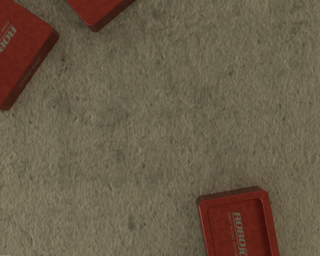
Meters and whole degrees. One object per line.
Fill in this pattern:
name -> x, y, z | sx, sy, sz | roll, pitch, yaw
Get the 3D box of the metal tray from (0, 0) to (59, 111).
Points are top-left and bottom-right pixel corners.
metal tray -> -0.208, -0.098, 0.405 | 0.090, 0.030, 0.130 | 34, 90, -1

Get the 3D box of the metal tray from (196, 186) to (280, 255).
metal tray -> 0.104, 0.149, 0.408 | 0.091, 0.030, 0.129 | -10, 90, -1

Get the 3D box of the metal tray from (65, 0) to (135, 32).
metal tray -> -0.097, -0.205, 0.406 | 0.090, 0.030, 0.130 | -40, 91, 0
